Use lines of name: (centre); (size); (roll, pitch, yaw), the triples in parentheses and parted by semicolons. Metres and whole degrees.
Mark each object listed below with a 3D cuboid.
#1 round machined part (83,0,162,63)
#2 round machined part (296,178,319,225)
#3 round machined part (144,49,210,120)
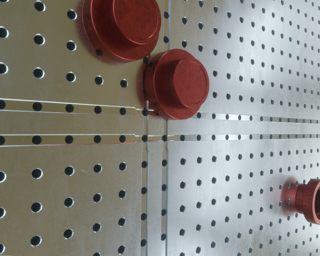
round machined part: (-0.037, -0.130, 0.368); (0.099, 0.042, 0.097); (0, 90, -40)
round machined part: (0.338, 0.161, 0.687); (0.099, 0.042, 0.097); (0, 90, -40)
round machined part: (0.030, -0.060, 0.425); (0.099, 0.042, 0.097); (0, 90, -40)
